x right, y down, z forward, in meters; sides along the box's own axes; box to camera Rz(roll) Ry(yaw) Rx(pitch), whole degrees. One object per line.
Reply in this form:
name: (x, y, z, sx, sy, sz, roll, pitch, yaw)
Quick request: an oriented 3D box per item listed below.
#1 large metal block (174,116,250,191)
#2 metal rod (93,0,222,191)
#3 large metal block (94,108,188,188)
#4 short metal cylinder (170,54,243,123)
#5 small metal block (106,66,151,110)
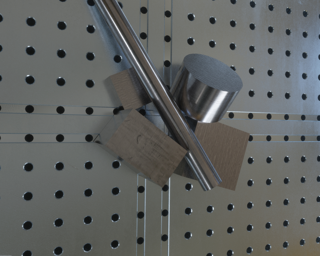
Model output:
large metal block: (0.066, 0.034, 0.424, 0.081, 0.050, 0.080, 19, 84, -20)
metal rod: (-0.011, -0.060, 0.377, 0.025, 0.025, 0.299, -30, 89, -18)
large metal block: (-0.027, 0.022, 0.374, 0.080, 0.080, 0.050, 39, 78, -16)
short metal cylinder: (0.058, -0.052, 0.399, 0.081, 0.080, 0.050, 9, 131, -20)
small metal block: (-0.035, -0.051, 0.401, 0.050, 0.025, 0.050, -26, 99, -19)
